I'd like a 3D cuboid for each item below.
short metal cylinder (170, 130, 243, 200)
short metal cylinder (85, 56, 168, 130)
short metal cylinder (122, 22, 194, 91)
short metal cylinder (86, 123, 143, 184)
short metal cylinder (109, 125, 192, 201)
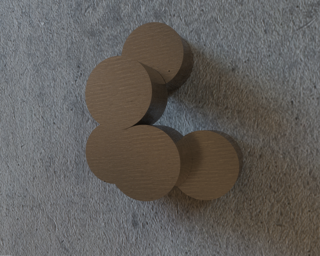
[{"bbox_3d":[0.058,0.042,0.376,0.080,0.050,0.080,0,90,20],"label":"short metal cylinder"},{"bbox_3d":[-0.037,-0.038,0.356,0.080,0.050,0.080,0,90,20],"label":"short metal cylinder"},{"bbox_3d":[-0.002,-0.088,0.398,0.080,0.050,0.080,0,90,20],"label":"short metal cylinder"},{"bbox_3d":[-0.051,0.031,0.415,0.080,0.050,0.080,0,90,20],"label":"short metal cylinder"},{"bbox_3d":[-0.009,0.036,0.346,0.080,0.050,0.080,0,90,19],"label":"short metal cylinder"}]
